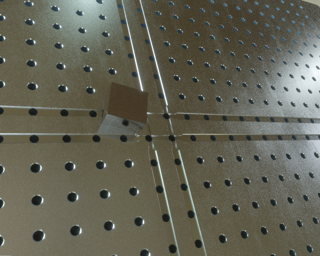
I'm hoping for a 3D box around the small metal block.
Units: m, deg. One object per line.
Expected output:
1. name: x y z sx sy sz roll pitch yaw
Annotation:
1. small metal block: -0.044 -0.026 0.400 0.050 0.025 0.050 15 56 -20
